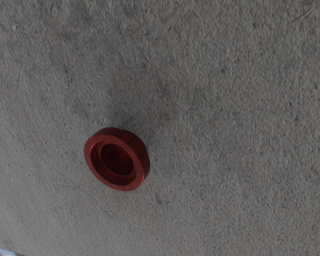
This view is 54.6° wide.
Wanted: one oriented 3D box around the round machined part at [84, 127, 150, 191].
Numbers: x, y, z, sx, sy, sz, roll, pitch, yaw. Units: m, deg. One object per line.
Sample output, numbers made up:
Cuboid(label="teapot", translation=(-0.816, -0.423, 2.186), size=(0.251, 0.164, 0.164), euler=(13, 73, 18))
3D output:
Cuboid(label="round machined part", translation=(-0.058, 0.041, 0.452), size=(0.098, 0.042, 0.097), euler=(13, 124, 21))
